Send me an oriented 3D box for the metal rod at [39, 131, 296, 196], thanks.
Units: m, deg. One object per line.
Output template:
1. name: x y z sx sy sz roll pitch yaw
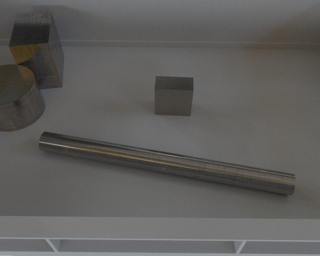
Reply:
1. metal rod: 0.002 0.040 0.370 0.302 0.025 0.025 9 51 7

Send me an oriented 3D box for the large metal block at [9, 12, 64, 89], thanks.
1. large metal block: -0.180 -0.115 0.463 0.050 0.080 0.080 -7 51 -6

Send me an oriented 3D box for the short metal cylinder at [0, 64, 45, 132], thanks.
1. short metal cylinder: -0.205 -0.042 0.421 0.081 0.050 0.080 0 50 0

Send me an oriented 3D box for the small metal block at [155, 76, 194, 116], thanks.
1. small metal block: 0.019 -0.043 0.425 0.050 0.050 0.025 2 50 2
